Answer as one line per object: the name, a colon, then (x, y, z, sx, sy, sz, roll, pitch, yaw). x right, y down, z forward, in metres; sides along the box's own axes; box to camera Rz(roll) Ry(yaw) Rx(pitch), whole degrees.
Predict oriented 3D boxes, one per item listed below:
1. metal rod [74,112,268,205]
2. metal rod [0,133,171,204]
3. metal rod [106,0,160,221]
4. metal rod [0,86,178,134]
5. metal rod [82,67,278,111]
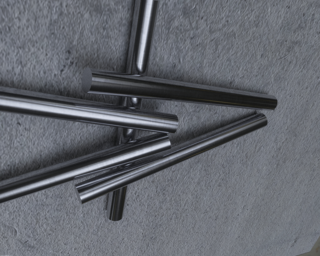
metal rod: (0.032, 0.033, 0.428, 0.302, 0.025, 0.025, -19, 127, -25)
metal rod: (-0.132, 0.058, 0.355, 0.302, 0.025, 0.025, -17, 126, -13)
metal rod: (-0.039, -0.004, 0.386, 0.025, 0.025, 0.298, -3, 120, -27)
metal rod: (-0.118, -0.023, 0.312, 0.302, 0.025, 0.025, 8, 115, -26)
metal rod: (0.050, -0.043, 0.390, 0.302, 0.025, 0.025, 2, 118, -37)
